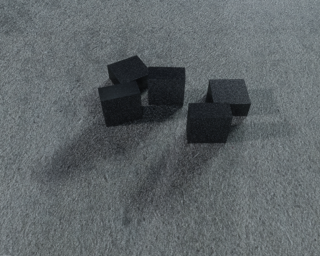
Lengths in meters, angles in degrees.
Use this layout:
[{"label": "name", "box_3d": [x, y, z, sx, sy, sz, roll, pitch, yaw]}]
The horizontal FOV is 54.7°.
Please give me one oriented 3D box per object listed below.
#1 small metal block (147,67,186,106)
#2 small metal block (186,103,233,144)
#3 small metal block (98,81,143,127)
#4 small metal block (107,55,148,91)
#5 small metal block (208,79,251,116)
[{"label": "small metal block", "box_3d": [0.009, -0.058, 0.436, 0.050, 0.050, 0.025, 1, 50, 1]}, {"label": "small metal block", "box_3d": [0.061, -0.005, 0.392, 0.050, 0.050, 0.025, -1, 50, -1]}, {"label": "small metal block", "box_3d": [-0.052, -0.032, 0.413, 0.050, 0.050, 0.025, -13, 52, -11]}, {"label": "small metal block", "box_3d": [-0.045, -0.080, 0.470, 0.050, 0.025, 0.050, -24, 54, -19]}, {"label": "small metal block", "box_3d": [0.097, -0.043, 0.440, 0.050, 0.025, 0.050, -1, 50, -1]}]
